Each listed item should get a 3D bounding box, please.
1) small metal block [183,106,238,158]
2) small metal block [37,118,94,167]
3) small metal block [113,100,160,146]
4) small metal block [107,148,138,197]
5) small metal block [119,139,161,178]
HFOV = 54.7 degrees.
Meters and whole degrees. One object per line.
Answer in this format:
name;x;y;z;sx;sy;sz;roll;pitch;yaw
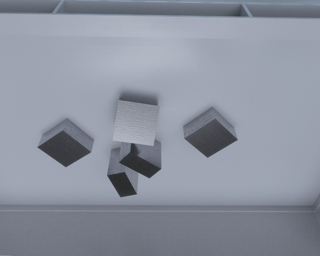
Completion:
small metal block;0.067;0.007;0.416;0.050;0.025;0.050;-35;122;26
small metal block;-0.128;0.021;0.425;0.050;0.025;0.050;-30;124;22
small metal block;-0.030;-0.008;0.387;0.050;0.025;0.050;8;97;-8
small metal block;-0.052;0.063;0.445;0.025;0.050;0.050;-13;129;10
small metal block;-0.026;0.033;0.420;0.050;0.050;0.025;32;123;-25
